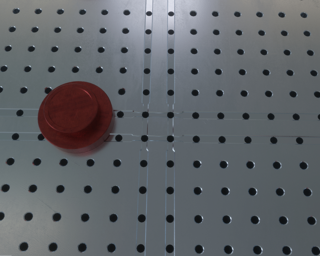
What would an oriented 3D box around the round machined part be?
[{"bbox_3d":[-0.112,-0.019,0.409,0.099,0.042,0.098,0,70,0],"label":"round machined part"}]
